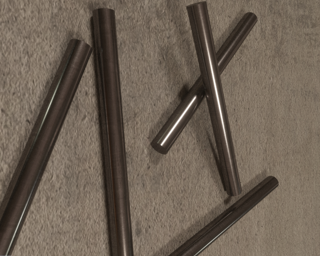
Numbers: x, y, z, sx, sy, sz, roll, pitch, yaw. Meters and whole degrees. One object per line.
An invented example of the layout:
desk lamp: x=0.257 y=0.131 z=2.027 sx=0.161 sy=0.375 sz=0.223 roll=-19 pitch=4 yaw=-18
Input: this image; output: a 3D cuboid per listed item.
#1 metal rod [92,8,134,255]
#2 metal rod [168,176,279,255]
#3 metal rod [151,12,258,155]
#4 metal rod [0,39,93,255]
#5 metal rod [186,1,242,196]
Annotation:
metal rod: x=-0.054 y=0.016 z=0.361 sx=0.025 sy=0.025 sz=0.298 roll=-7 pitch=95 yaw=-40
metal rod: x=0.104 y=0.149 z=0.494 sx=0.302 sy=0.025 sz=0.025 roll=-23 pitch=105 yaw=-38
metal rod: x=0.078 y=-0.082 z=0.472 sx=0.025 sy=0.025 sz=0.301 roll=52 pitch=60 yaw=-28
metal rod: x=-0.128 y=0.049 z=0.298 sx=0.025 sy=0.025 sz=0.299 roll=28 pitch=72 yaw=-37
metal rod: x=0.084 y=-0.025 z=0.449 sx=0.025 sy=0.025 sz=0.298 roll=-35 pitch=120 yaw=-35
